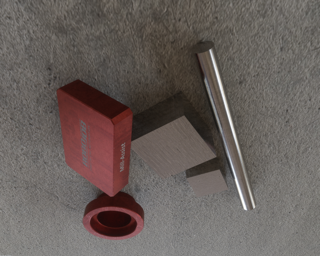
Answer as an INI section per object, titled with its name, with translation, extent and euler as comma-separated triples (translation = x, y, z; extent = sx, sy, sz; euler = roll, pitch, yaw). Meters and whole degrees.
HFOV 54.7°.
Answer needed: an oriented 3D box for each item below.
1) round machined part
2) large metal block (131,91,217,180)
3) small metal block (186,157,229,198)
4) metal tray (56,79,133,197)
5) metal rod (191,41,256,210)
[round machined part]
translation = -0.075, 0.142, 0.516
extent = 0.099, 0.042, 0.097
euler = 0, 130, 0
[large metal block]
translation = 0.016, 0.012, 0.401
extent = 0.080, 0.050, 0.080
euler = -27, 126, 20
[small metal block]
translation = 0.072, 0.076, 0.473
extent = 0.050, 0.025, 0.050
euler = -18, 128, 14
[metal tray]
translation = -0.080, 0.015, 0.384
extent = 0.090, 0.030, 0.129
euler = 29, 134, 23
[metal rod]
translation = 0.097, 0.020, 0.424
extent = 0.025, 0.025, 0.299
euler = -16, 129, 13
